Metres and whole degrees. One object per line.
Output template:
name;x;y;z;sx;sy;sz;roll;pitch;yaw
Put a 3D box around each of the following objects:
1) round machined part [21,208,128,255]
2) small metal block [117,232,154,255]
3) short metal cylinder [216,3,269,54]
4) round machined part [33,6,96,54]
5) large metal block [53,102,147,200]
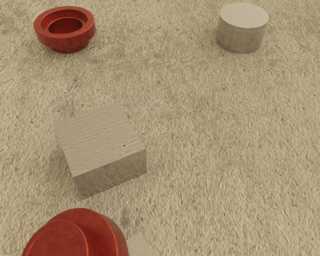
round machined part;-0.081;0.118;0.269;0.098;0.042;0.098;-10;59;19
small metal block;-0.027;0.135;0.289;0.050;0.025;0.050;-25;55;-20
short metal cylinder;0.140;-0.173;0.534;0.081;0.050;0.080;0;50;0
round machined part;-0.159;-0.164;0.528;0.099;0.042;0.098;0;50;0
large metal block;-0.070;0.025;0.365;0.081;0.050;0.080;-21;53;-17
